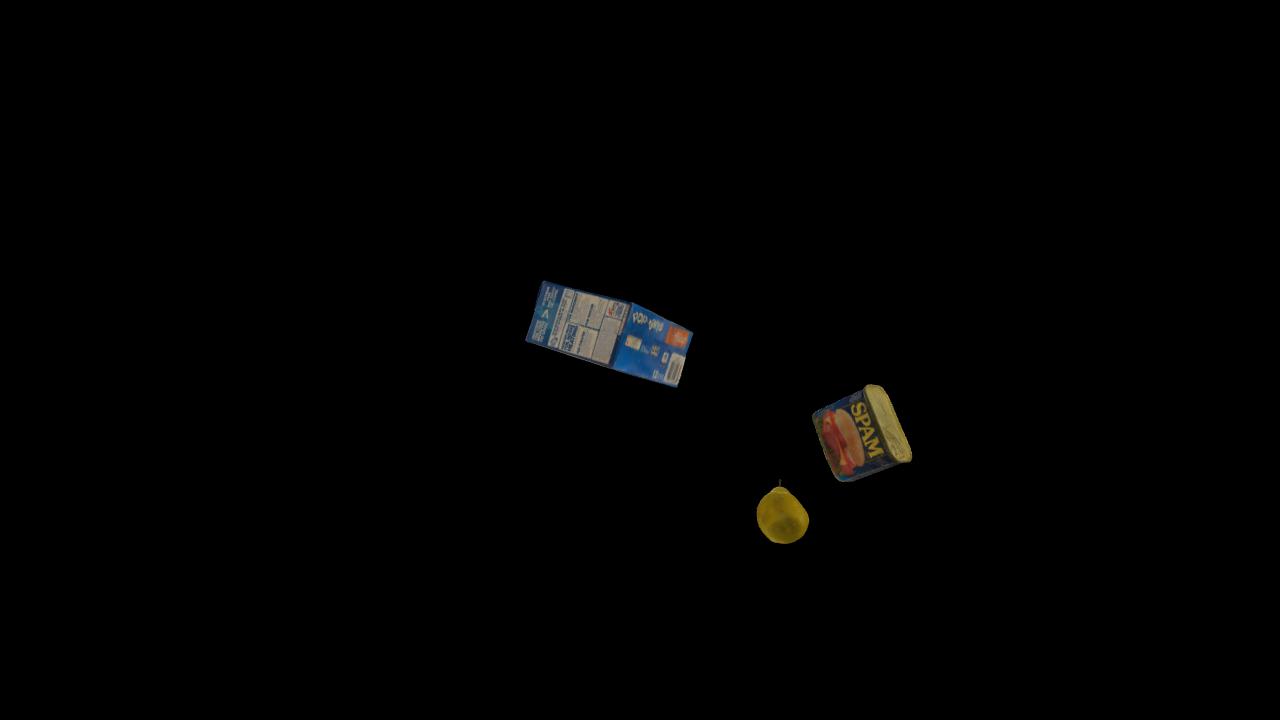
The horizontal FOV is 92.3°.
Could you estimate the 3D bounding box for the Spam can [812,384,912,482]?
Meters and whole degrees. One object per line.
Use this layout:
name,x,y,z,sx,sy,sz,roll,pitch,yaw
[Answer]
Spam can,0.276,0.094,0.771,0.058,0.101,0.085,8,-31,-42

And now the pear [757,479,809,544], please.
pear,0.216,0.228,0.939,0.080,0.080,0.111,0,18,13

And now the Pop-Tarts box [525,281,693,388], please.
Pop-Tarts box,-0.035,-0.031,0.794,0.141,0.083,0.167,16,-2,31
